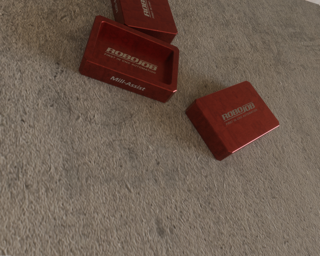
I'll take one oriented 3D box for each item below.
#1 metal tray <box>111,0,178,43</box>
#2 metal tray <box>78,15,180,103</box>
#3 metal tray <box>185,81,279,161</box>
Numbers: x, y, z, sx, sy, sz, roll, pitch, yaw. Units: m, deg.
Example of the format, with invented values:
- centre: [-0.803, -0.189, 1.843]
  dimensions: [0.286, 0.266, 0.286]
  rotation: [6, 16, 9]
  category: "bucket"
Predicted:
- centre: [-0.030, -0.198, 0.505]
  dimensions: [0.091, 0.030, 0.130]
  rotation: [1, 61, -28]
  category: "metal tray"
- centre: [-0.039, -0.097, 0.438]
  dimensions: [0.131, 0.030, 0.090]
  rotation: [18, 55, -18]
  category: "metal tray"
- centre: [0.113, -0.015, 0.470]
  dimensions: [0.131, 0.030, 0.090]
  rotation: [-22, 74, -36]
  category: "metal tray"
